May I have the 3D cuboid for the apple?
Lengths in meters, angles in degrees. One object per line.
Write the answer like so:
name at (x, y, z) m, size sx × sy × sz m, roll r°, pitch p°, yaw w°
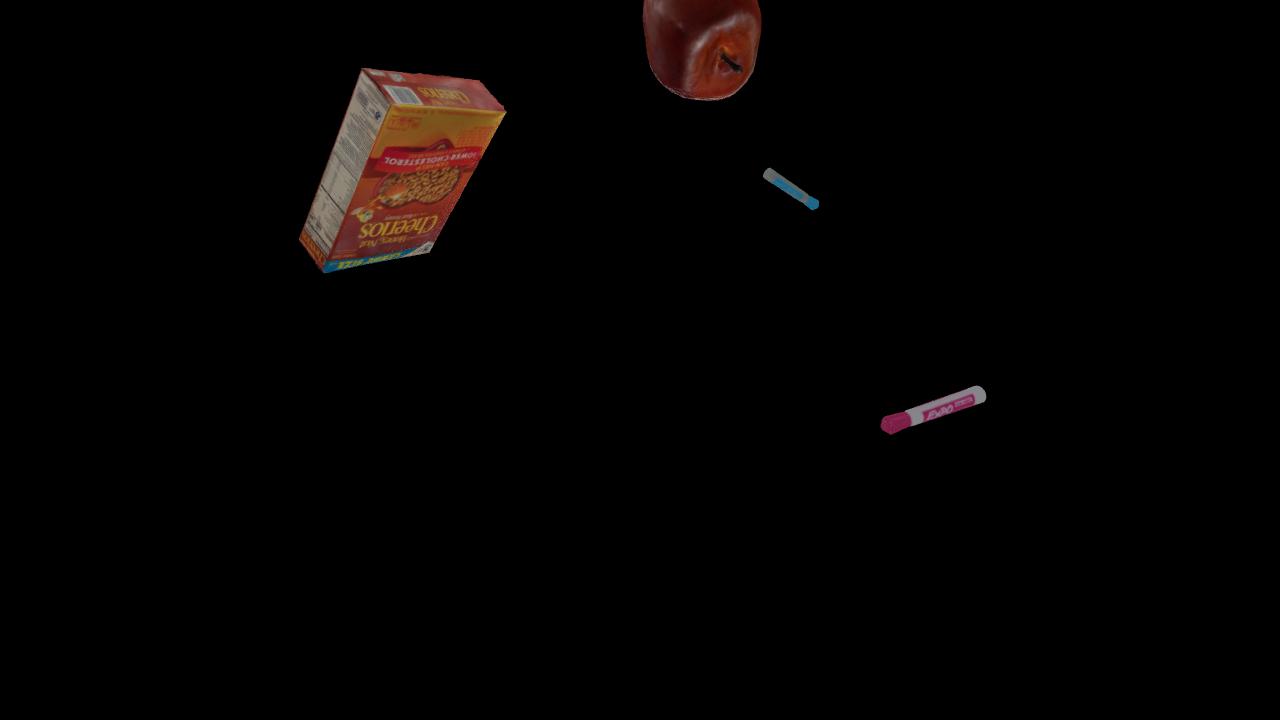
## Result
apple at (0.040, -0.216, 0.405) m, size 0.079 × 0.093 × 0.079 m, roll -22°, pitch -27°, yaw -12°

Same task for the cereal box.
cereal box at (-0.349, -0.267, 0.901) m, size 0.306 × 0.081 × 0.203 m, roll -46°, pitch -10°, yaw 34°

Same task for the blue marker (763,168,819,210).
blue marker at (0.255, -0.283, 1.025) m, size 0.121 × 0.020 × 0.020 m, roll 23°, pitch -11°, yaw -28°

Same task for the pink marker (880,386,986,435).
pink marker at (0.298, 0.051, 0.627) m, size 0.121 × 0.020 × 0.020 m, roll -16°, pitch 4°, yaw -14°
